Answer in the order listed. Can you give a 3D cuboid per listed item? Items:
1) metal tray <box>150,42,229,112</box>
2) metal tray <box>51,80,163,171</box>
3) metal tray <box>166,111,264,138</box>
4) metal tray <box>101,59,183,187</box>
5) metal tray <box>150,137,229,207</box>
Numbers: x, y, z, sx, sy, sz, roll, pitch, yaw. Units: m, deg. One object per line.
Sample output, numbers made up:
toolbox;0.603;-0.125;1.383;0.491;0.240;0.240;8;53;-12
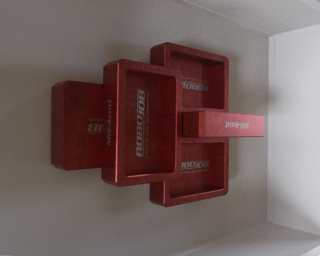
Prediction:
metal tray;0.046;-0.064;0.442;0.131;0.030;0.089;1;90;-40
metal tray;-0.055;-0.002;0.355;0.131;0.030;0.089;0;90;-40
metal tray;0.068;-0.004;0.420;0.131;0.090;0.030;1;90;-40
metal tray;-0.018;-0.005;0.348;0.091;0.030;0.129;1;89;-40
metal tray;0.046;0.056;0.442;0.131;0.030;0.089;1;90;-40
